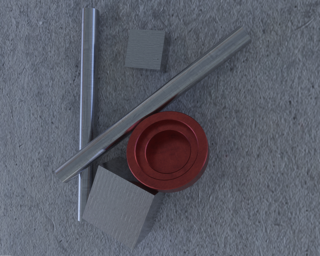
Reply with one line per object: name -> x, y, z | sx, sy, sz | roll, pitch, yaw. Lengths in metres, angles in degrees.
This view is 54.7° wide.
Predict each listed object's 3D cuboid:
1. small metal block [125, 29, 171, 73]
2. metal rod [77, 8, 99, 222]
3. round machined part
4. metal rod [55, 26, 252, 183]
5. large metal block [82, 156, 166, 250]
small metal block -> -0.016, -0.103, 0.414 | 0.050, 0.025, 0.050 | 9, 93, 19
metal rod -> -0.103, -0.018, 0.443 | 0.025, 0.025, 0.298 | 1, 90, 19
round machined part -> 0.012, 0.031, 0.384 | 0.098, 0.042, 0.098 | -5, 67, 12
metal rod -> -0.016, -0.024, 0.398 | 0.300, 0.025, 0.025 | -37, 78, 10
large metal block -> -0.044, 0.095, 0.404 | 0.080, 0.050, 0.079 | 25, 107, 17
